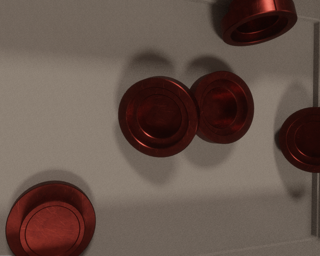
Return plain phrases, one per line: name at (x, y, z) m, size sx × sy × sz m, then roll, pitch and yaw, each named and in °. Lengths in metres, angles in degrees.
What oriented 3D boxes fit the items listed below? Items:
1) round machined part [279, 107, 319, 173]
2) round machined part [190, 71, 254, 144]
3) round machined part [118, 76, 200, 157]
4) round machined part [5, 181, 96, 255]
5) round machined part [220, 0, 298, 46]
round machined part at (0.237, 0.016, 0.472) m, size 0.042 × 0.098 × 0.097 m, roll -7°, pitch 94°, yaw -58°
round machined part at (0.078, -0.027, 0.429) m, size 0.099 × 0.042 × 0.097 m, roll 0°, pitch 89°, yaw -24°
round machined part at (0.002, -0.016, 0.386) m, size 0.098 × 0.042 × 0.097 m, roll 4°, pitch 106°, yaw 15°
round machined part at (-0.123, 0.113, 0.357) m, size 0.099 × 0.042 × 0.097 m, roll 0°, pitch 90°, yaw -21°
round machined part at (0.131, -0.153, 0.423) m, size 0.099 × 0.098 × 0.042 m, roll -5°, pitch 80°, yaw -20°
